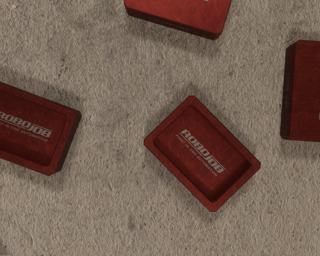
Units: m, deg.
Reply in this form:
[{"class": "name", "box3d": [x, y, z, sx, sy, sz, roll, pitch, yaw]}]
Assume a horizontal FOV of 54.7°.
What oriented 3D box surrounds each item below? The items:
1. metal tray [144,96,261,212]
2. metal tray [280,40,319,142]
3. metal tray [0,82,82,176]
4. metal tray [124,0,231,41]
[{"class": "metal tray", "box3d": [0.054, 0.033, 0.408, 0.090, 0.030, 0.130, -45, 91, 0]}, {"class": "metal tray", "box3d": [0.214, -0.046, 0.410, 0.091, 0.030, 0.129, 4, 90, -1]}, {"class": "metal tray", "box3d": [-0.181, -0.002, 0.405, 0.131, 0.030, 0.090, 21, 90, -1]}, {"class": "metal tray", "box3d": [0.028, -0.179, 0.408, 0.131, 0.030, 0.090, 16, 90, -1]}]
